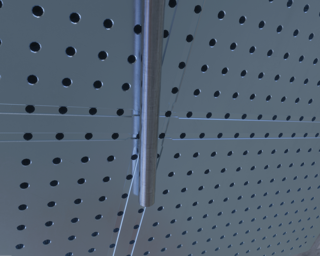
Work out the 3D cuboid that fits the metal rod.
[{"bbox_3d":[-0.013,-0.017,0.394,0.025,0.025,0.298,-11,123,-23],"label":"metal rod"}]
